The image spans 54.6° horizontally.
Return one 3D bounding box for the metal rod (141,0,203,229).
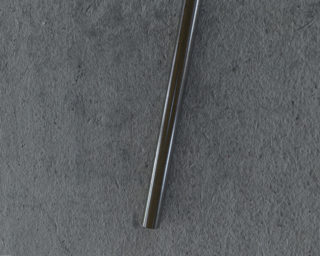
[{"bbox_3d":[0.015,-0.017,0.404,0.025,0.025,0.298,12,94,19],"label":"metal rod"}]
